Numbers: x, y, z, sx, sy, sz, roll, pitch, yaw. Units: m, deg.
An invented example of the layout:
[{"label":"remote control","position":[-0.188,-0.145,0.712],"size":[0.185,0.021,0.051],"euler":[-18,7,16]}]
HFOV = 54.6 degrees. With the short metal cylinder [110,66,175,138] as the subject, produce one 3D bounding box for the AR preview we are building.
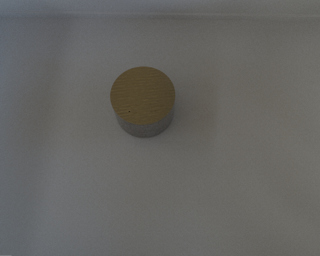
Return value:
[{"label":"short metal cylinder","position":[-0.021,-0.033,0.406],"size":[0.080,0.050,0.080],"euler":[0,70,0]}]
